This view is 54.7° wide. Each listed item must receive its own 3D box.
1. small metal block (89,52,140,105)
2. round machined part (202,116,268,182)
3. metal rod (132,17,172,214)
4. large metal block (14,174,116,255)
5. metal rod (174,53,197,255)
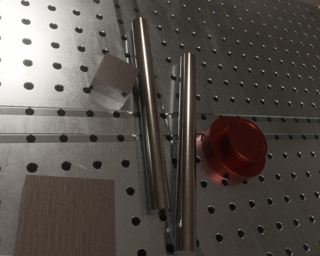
[{"bbox_3d":[-0.061,-0.067,0.418,0.050,0.025,0.050,26,53,-13],"label":"small metal block"},{"bbox_3d":[0.114,0.025,0.446,0.099,0.042,0.098,14,56,-21],"label":"round machined part"},{"bbox_3d":[-0.016,-0.036,0.423,0.025,0.025,0.299,7,58,-25],"label":"metal rod"},{"bbox_3d":[-0.088,0.092,0.289,0.081,0.050,0.080,8,58,-24],"label":"large metal block"},{"bbox_3d":[0.037,0.012,0.422,0.025,0.025,0.300,17,55,-19],"label":"metal rod"}]
